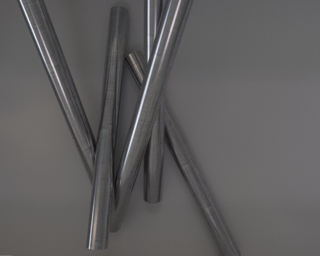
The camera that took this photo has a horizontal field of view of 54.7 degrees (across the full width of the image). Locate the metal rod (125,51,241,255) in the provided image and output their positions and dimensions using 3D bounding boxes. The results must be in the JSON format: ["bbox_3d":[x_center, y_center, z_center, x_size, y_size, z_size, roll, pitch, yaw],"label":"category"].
[{"bbox_3d":[0.030,0.038,0.411,0.025,0.025,0.299,-26,90,0],"label":"metal rod"}]

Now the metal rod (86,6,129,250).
[{"bbox_3d":[-0.063,-0.008,0.385,0.025,0.025,0.299,4,80,0],"label":"metal rod"}]

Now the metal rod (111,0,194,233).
[{"bbox_3d":[-0.022,0.003,0.348,0.025,0.025,0.298,18,116,0],"label":"metal rod"}]

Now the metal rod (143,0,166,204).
[{"bbox_3d":[-0.006,-0.043,0.353,0.025,0.025,0.298,1,114,0],"label":"metal rod"}]

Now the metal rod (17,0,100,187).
[{"bbox_3d":[-0.111,-0.051,0.352,0.025,0.025,0.298,-15,114,0],"label":"metal rod"}]
